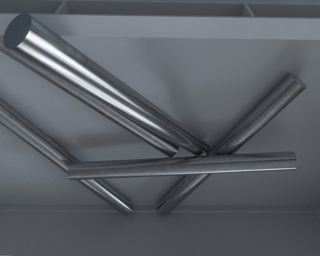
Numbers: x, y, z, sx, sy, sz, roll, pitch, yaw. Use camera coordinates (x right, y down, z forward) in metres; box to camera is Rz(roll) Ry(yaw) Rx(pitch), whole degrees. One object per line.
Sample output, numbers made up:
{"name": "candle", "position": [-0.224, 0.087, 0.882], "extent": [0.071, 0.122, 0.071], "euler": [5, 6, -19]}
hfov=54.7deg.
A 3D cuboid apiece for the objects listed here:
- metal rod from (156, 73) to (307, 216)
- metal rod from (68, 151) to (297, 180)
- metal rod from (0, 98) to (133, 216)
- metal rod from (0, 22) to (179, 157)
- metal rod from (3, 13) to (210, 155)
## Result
{"name": "metal rod", "position": [0.083, 0.041, 0.444], "extent": [0.025, 0.025, 0.298], "euler": [25, 126, -20]}
{"name": "metal rod", "position": [0.026, 0.052, 0.421], "extent": [0.302, 0.025, 0.025], "euler": [-3, 130, 4]}
{"name": "metal rod", "position": [-0.141, 0.044, 0.444], "extent": [0.025, 0.025, 0.300], "euler": [-28, 125, 21]}
{"name": "metal rod", "position": [-0.094, -0.046, 0.369], "extent": [0.301, 0.025, 0.025], "euler": [34, 122, -26]}
{"name": "metal rod", "position": [-0.015, -0.015, 0.313], "extent": [0.025, 0.025, 0.301], "euler": [-26, 152, 20]}
